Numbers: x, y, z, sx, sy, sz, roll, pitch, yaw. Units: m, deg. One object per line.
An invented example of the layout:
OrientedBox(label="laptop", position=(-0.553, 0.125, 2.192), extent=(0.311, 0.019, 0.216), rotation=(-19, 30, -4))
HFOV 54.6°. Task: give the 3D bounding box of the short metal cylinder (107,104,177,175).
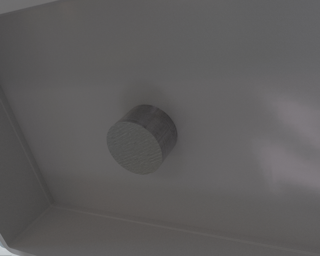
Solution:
OrientedBox(label="short metal cylinder", position=(-0.023, 0.015, 0.415), extent=(0.080, 0.050, 0.080), rotation=(13, 124, 21))
